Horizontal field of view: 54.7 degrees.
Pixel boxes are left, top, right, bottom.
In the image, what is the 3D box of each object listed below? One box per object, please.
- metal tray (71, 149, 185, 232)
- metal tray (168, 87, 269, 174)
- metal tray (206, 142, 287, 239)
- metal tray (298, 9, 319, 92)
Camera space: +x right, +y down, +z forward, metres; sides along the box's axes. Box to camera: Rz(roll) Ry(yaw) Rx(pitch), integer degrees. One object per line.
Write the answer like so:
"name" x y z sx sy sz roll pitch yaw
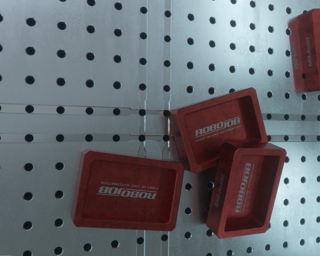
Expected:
"metal tray" -0.039 0.080 0.396 0.131 0.030 0.089 10 87 -20
"metal tray" 0.085 0.001 0.442 0.131 0.030 0.089 -17 96 -20
"metal tray" 0.121 0.086 0.436 0.091 0.030 0.129 3 103 -25
"metal tray" 0.283 -0.130 0.517 0.091 0.030 0.129 -9 93 -20
